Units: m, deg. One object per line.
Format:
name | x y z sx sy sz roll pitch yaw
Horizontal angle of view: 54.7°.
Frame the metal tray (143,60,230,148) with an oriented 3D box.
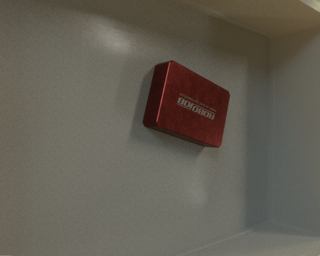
metal tray | 0.043 -0.029 0.442 0.131 0.030 0.090 20 78 -39
